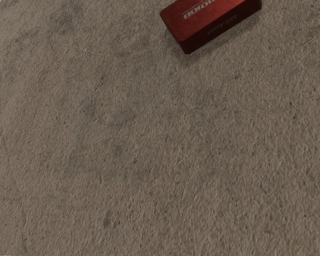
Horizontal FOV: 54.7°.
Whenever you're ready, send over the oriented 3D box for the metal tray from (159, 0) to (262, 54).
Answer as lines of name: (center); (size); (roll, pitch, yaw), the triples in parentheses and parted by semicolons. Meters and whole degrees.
metal tray: (0.074, -0.180, 0.471); (0.130, 0.030, 0.090); (-31, 52, 7)
